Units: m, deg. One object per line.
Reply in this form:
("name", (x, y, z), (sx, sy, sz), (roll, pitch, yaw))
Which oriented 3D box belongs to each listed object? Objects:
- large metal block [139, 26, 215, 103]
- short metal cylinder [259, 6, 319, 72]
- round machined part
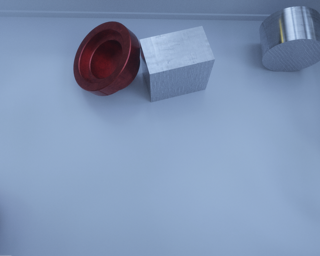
("large metal block", (0.020, -0.082, 0.411), (0.081, 0.080, 0.050), (-14, 71, -6))
("short metal cylinder", (0.181, -0.120, 0.426), (0.081, 0.080, 0.050), (2, 70, 0))
("round machined part", (-0.066, -0.088, 0.417), (0.098, 0.042, 0.098), (-10, 70, 30))
